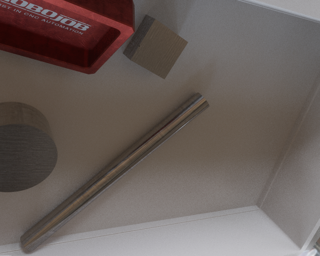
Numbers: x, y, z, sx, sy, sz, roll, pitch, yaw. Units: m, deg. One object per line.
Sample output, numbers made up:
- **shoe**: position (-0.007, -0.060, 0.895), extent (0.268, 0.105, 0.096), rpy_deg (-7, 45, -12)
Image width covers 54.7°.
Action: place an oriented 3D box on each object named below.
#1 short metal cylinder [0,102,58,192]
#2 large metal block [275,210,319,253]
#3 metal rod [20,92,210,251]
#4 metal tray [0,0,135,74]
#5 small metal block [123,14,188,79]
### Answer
- **short metal cylinder**: position (-0.153, 0.019, 0.322), extent (0.081, 0.050, 0.079), rpy_deg (-14, 125, -21)
- **large metal block**: position (0.336, 0.244, 0.734), extent (0.081, 0.050, 0.079), rpy_deg (9, 114, -33)
- **metal rod**: position (-0.058, 0.056, 0.413), extent (0.300, 0.025, 0.025), rpy_deg (-39, 130, -2)
- **metal tray**: position (-0.098, -0.093, 0.260), extent (0.131, 0.030, 0.090), rpy_deg (12, 155, -34)
- **small metal block**: position (-0.005, -0.091, 0.351), extent (0.050, 0.025, 0.050), rpy_deg (24, 105, -37)
